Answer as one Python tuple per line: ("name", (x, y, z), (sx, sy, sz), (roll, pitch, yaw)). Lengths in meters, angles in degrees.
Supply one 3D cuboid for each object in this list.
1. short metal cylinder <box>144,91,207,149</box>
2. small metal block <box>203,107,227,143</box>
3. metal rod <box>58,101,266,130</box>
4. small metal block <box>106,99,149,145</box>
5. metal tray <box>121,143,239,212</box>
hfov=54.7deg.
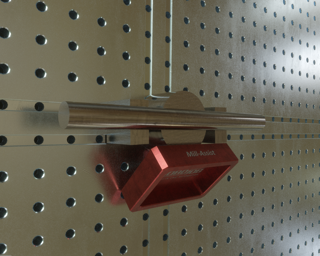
("short metal cylinder", (0.015, -0.007, 0.405), (0.081, 0.050, 0.080), (0, 90, -40))
("small metal block", (0.069, -0.004, 0.451), (0.025, 0.050, 0.050), (-1, 91, -40))
("metal rod", (0.031, -0.010, 0.370), (0.302, 0.025, 0.025), (1, 90, -40))
("small metal block", (-0.038, -0.007, 0.361), (0.025, 0.050, 0.050), (-1, 91, -40))
("metal tray", (0.027, 0.061, 0.393), (0.131, 0.089, 0.030), (1, 47, -40))
